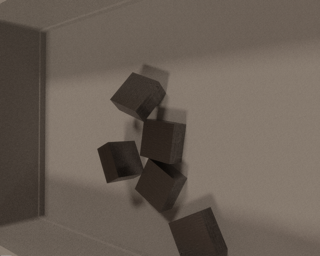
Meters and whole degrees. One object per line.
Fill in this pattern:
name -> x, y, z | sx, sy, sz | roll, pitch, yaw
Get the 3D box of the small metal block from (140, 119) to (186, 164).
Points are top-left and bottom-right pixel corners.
small metal block -> 0.003, 0.016, 0.402 | 0.050, 0.025, 0.050 | 11, 97, 39

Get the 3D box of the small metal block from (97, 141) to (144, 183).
small metal block -> -0.054, 0.046, 0.433 | 0.025, 0.050, 0.050 | -30, 72, 36

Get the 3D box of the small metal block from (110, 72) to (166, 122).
small metal block -> -0.029, -0.042, 0.414 | 0.050, 0.025, 0.050 | 26, 72, 36

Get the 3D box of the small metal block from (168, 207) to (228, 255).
small metal block -> 0.044, 0.128, 0.369 | 0.050, 0.025, 0.050 | -33, 70, 35

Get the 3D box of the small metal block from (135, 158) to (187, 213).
small metal block -> 0.000, 0.073, 0.405 | 0.050, 0.025, 0.050 | 37, 112, 33
